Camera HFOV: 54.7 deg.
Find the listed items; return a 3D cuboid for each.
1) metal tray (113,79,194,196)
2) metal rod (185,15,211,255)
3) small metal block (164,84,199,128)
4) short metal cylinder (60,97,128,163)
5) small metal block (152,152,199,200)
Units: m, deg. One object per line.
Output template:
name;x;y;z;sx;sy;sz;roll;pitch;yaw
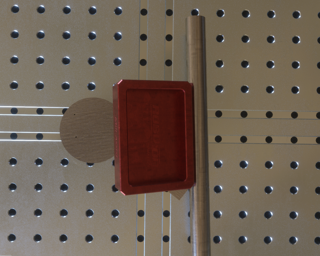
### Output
metal tray;-0.008;0.010;0.371;0.091;0.030;0.129;-2;90;-20
metal rod;0.048;0.012;0.389;0.025;0.025;0.298;-1;90;-1
small metal block;0.031;-0.029;0.414;0.050;0.025;0.050;-15;90;-1
short metal cylinder;-0.081;0.003;0.399;0.081;0.050;0.079;0;90;-1
small metal block;0.021;0.059;0.413;0.050;0.025;0.050;39;90;-1
